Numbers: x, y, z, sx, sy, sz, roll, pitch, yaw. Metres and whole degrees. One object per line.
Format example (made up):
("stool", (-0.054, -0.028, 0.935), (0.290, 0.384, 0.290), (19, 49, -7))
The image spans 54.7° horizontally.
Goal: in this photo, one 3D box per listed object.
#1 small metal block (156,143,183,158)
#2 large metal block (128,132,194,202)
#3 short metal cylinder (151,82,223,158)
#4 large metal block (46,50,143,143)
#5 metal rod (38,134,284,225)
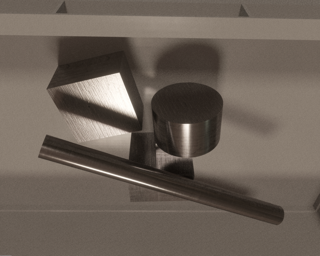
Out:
("small metal block", (0.020, 0.012, 0.403), (0.050, 0.050, 0.025), (-1, 130, 0))
("large metal block", (0.001, 0.050, 0.416), (0.081, 0.080, 0.050), (-1, 130, 0))
("short metal cylinder", (0.032, -0.011, 0.364), (0.080, 0.080, 0.050), (-3, 130, 2))
("large metal block", (-0.070, -0.035, 0.362), (0.080, 0.050, 0.080), (-11, 130, 9))
("metal rod", (0.016, 0.066, 0.360), (0.302, 0.025, 0.025), (19, 127, -17))
